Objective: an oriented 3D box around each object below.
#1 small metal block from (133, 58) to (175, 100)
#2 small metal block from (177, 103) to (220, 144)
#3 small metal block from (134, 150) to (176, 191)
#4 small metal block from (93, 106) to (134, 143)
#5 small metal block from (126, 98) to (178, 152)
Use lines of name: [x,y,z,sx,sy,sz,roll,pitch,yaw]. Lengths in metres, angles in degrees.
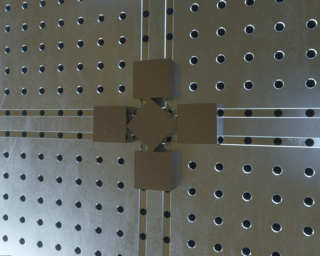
small metal block: [-0.008,-0.064,0.414,0.050,0.025,0.050,-1,90,19]
small metal block: [0.049,-0.005,0.394,0.050,0.025,0.050,0,90,19]
small metal block: [-0.006,0.056,0.414,0.050,0.025,0.050,0,90,19]
small metal block: [-0.065,-0.005,0.434,0.050,0.025,0.050,2,91,19]
small metal block: [-0.007,-0.005,0.414,0.050,0.025,0.050,44,103,14]
